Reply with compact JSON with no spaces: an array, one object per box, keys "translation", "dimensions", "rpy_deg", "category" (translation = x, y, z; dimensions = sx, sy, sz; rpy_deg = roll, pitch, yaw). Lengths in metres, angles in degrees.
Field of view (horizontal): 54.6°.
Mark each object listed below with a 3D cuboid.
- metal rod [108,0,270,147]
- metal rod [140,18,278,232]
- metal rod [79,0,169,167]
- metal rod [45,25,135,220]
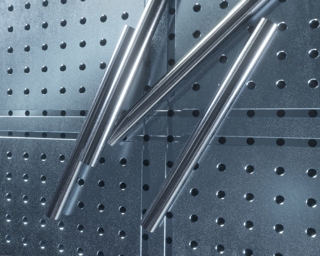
[{"translation":[0.036,-0.081,0.400],"dimensions":[0.299,0.025,0.025],"rpy_deg":[-43,77,15],"category":"metal rod"},{"translation":[0.056,0.004,0.392],"dimensions":[0.025,0.025,0.299],"rpy_deg":[32,100,17],"category":"metal rod"},{"translation":[-0.036,-0.090,0.410],"dimensions":[0.025,0.025,0.299],"rpy_deg":[24,92,18],"category":"metal rod"},{"translation":[-0.099,-0.002,0.448],"dimensions":[0.025,0.025,0.299],"rpy_deg":[28,99,18],"category":"metal rod"}]
